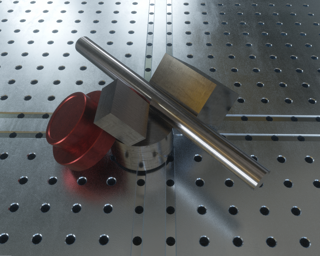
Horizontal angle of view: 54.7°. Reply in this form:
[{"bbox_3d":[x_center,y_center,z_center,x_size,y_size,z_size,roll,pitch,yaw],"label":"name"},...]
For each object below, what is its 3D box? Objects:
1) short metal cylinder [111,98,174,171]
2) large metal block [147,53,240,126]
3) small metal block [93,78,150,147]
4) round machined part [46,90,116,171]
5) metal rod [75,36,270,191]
[{"bbox_3d":[-0.023,0.005,0.381,0.081,0.050,0.080,0,50,0],"label":"short metal cylinder"},{"bbox_3d":[0.044,-0.047,0.399,0.080,0.050,0.080,39,17,27],"label":"large metal block"},{"bbox_3d":[-0.039,-0.016,0.332,0.025,0.050,0.050,-27,42,32],"label":"small metal block"},{"bbox_3d":[-0.094,-0.003,0.360,0.098,0.042,0.098,-24,48,30],"label":"round machined part"},{"bbox_3d":[-0.005,-0.033,0.366,0.025,0.025,0.300,-36,59,-26],"label":"metal rod"}]
